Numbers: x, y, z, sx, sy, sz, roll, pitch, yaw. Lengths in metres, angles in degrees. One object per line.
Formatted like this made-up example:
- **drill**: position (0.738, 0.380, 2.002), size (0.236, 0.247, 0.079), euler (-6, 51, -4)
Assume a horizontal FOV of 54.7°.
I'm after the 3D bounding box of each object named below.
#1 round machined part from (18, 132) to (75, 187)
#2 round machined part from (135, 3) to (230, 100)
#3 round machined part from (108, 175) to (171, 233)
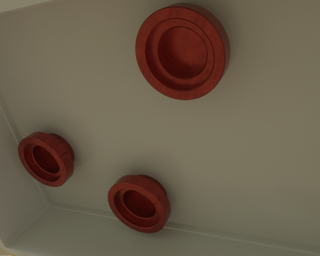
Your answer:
- **round machined part**: position (-0.185, 0.048, 0.522), size (0.098, 0.042, 0.097), euler (13, 124, 20)
- **round machined part**: position (0.027, -0.082, 0.332), size (0.098, 0.042, 0.097), euler (13, 124, 20)
- **round machined part**: position (-0.028, 0.112, 0.480), size (0.098, 0.042, 0.097), euler (13, 124, 20)
